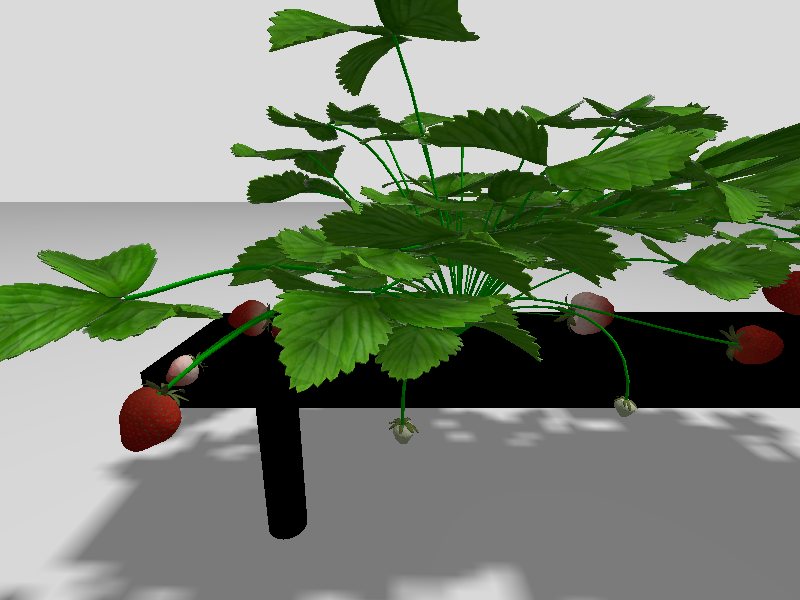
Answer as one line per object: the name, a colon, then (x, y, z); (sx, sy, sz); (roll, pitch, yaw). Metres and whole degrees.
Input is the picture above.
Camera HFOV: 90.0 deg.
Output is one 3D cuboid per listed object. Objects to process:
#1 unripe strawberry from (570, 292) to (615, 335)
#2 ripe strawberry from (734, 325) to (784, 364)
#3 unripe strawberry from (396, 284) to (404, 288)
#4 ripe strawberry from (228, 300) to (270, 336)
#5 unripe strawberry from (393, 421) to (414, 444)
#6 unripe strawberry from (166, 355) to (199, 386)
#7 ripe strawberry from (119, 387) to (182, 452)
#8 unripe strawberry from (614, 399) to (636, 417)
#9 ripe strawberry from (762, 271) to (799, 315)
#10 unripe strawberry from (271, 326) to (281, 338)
unripe strawberry: (0.175, 0.012, 0.366); (0.039, 0.041, 0.036); (1, 16, 0)
ripe strawberry: (0.272, 0.035, 0.304); (0.030, 0.031, 0.028); (5, 17, 16)
unripe strawberry: (0.000, -0.016, 0.531); (0.010, 0.011, 0.011); (-5, -2, -18)
ripe strawberry: (-0.141, 0.016, 0.370); (0.036, 0.034, 0.033); (0, 16, 1)
unripe strawberry: (0.002, 0.070, 0.210); (0.011, 0.012, 0.012); (5, 16, 17)
unripe strawberry: (-0.150, 0.049, 0.275); (0.022, 0.019, 0.022); (-37, 27, -13)
ripe strawberry: (-0.133, 0.063, 0.211); (0.032, 0.032, 0.027); (17, -14, 47)
unripe strawberry: (0.131, 0.063, 0.233); (0.010, 0.011, 0.011); (-8, 18, -27)
ripe strawberry: (0.427, -0.008, 0.435); (0.050, 0.050, 0.047); (13, 21, 41)
unripe strawberry: (-0.091, 0.026, 0.339); (0.034, 0.034, 0.032); (-4, 16, -11)
